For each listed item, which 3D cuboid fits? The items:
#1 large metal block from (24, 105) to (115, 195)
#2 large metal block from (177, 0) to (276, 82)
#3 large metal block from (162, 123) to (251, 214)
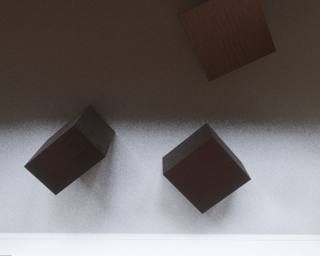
[{"bbox_3d":[-0.109,0.024,0.390,0.080,0.080,0.050,-37,106,12],"label":"large metal block"},{"bbox_3d":[0.075,-0.111,0.358,0.080,0.050,0.080,-24,109,8],"label":"large metal block"},{"bbox_3d":[0.060,0.054,0.419,0.080,0.050,0.080,-40,106,13],"label":"large metal block"}]
